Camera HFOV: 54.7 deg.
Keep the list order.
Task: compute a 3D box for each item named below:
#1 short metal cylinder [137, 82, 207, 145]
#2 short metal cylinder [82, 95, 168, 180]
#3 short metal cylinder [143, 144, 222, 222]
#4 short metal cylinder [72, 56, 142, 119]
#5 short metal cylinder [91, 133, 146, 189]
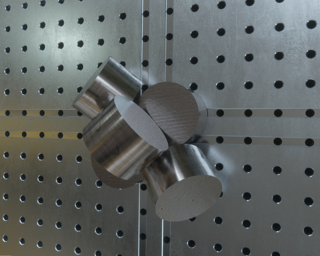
[{"bbox_3d":[0.015,-0.016,0.392,0.080,0.050,0.079,0,90,19],"label":"short metal cylinder"},{"bbox_3d":[-0.037,0.010,0.341,0.050,0.080,0.080,-43,77,15],"label":"short metal cylinder"},{"bbox_3d":[0.025,0.065,0.366,0.080,0.080,0.050,-42,42,15],"label":"short metal cylinder"},{"bbox_3d":[-0.068,-0.045,0.399,0.050,0.080,0.080,37,104,-19],"label":"short metal cylinder"},{"bbox_3d":[-0.044,0.036,0.413,0.080,0.050,0.079,0,90,19],"label":"short metal cylinder"}]
